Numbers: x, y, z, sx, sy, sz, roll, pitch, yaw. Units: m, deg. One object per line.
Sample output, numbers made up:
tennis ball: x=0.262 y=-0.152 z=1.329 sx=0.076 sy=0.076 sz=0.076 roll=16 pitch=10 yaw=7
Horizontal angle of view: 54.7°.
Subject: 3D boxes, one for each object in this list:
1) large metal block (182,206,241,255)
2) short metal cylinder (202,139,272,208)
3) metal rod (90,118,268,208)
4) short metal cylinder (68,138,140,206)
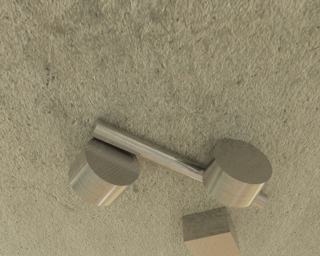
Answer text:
large metal block: x=0.092 y=0.193 z=0.557 sx=0.080 sy=0.050 sz=0.080 roll=-17 pitch=128 yaw=14
short metal cylinder: x=0.105 y=0.061 z=0.425 sx=0.081 sy=0.080 sz=0.050 roll=10 pitch=129 yaw=-9
metal rod: x=0.041 y=0.059 z=0.458 sx=0.302 sy=0.025 sz=0.025 roll=25 pitch=126 yaw=-21
short metal cylinder: x=-0.075 y=0.057 z=0.419 sx=0.080 sy=0.080 sz=0.050 roll=27 pitch=125 yaw=-22
